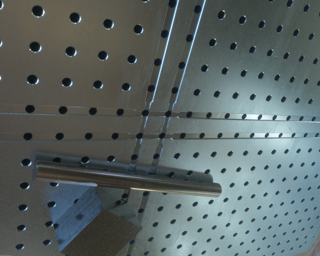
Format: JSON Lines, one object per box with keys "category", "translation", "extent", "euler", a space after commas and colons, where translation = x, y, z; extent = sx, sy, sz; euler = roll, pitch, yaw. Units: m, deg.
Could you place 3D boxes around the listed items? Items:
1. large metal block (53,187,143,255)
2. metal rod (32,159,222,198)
{"category": "large metal block", "translation": [-0.086, 0.138, 0.435], "extent": [0.080, 0.050, 0.080], "euler": [-45, 130, 3]}
{"category": "metal rod", "translation": [-0.024, 0.078, 0.447], "extent": [0.302, 0.025, 0.025], "euler": [13, 111, -34]}
